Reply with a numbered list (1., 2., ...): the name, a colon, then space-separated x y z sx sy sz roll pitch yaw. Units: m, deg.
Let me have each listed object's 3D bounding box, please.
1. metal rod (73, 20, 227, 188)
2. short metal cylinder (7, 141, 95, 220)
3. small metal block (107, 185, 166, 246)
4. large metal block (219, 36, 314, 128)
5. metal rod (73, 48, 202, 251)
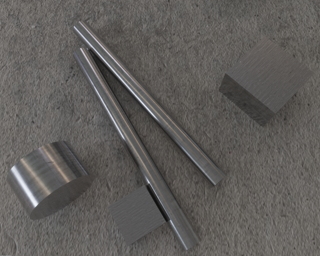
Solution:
1. metal rod: -0.022 -0.042 0.423 0.025 0.025 0.300 -38 75 -13
2. short metal cylinder: -0.124 0.060 0.356 0.080 0.080 0.050 -36 74 -12
3. small metal block: -0.027 0.104 0.370 0.050 0.025 0.050 -29 73 -10
4. large metal block: 0.140 -0.062 0.419 0.080 0.050 0.080 43 75 14
5. metal rod: -0.038 0.015 0.402 0.025 0.025 0.299 -29 73 -10
